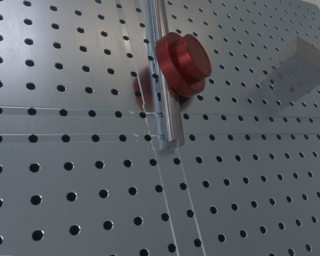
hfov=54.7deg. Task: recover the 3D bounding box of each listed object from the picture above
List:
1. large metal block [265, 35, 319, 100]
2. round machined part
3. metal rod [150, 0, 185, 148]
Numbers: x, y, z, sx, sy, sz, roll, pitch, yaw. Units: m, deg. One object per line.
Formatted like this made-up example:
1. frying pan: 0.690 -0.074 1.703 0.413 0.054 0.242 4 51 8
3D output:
1. large metal block: 0.257 -0.110 0.579 0.080 0.080 0.050 28 52 -11
2. round machined part: 0.040 -0.098 0.454 0.098 0.042 0.098 35 42 -39
3. metal rod: 0.007 -0.109 0.478 0.025 0.025 0.299 8 58 -24
